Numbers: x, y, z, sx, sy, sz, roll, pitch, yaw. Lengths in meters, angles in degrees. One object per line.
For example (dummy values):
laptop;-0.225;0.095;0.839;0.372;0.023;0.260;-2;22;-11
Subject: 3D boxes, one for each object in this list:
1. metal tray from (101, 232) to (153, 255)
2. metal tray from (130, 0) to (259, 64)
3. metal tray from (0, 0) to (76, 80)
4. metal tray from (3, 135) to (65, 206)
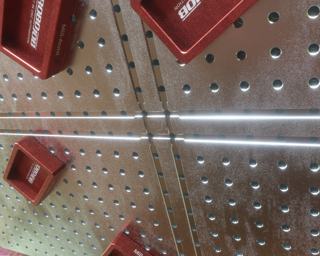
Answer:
metal tray;-0.048;0.269;0.599;0.130;0.030;0.089;36;129;3
metal tray;0.042;-0.137;0.301;0.090;0.030;0.129;48;129;-6
metal tray;-0.167;-0.140;0.410;0.090;0.030;0.129;34;129;5
metal tray;-0.242;0.084;0.588;0.090;0.030;0.129;40;129;0
